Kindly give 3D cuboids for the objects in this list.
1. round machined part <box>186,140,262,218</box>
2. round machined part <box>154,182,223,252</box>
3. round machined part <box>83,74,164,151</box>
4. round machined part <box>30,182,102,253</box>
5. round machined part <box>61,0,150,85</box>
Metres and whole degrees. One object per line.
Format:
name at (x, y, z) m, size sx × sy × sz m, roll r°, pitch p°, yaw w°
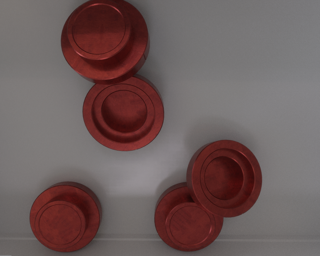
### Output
round machined part at (0.081, 0.066, 0.412) m, size 0.099 × 0.042 × 0.097 m, roll 2°, pitch 81°, yaw -15°
round machined part at (0.041, 0.130, 0.439) m, size 0.099 × 0.042 × 0.097 m, roll 0°, pitch 97°, yaw -1°
round machined part at (-0.044, -0.023, 0.393) m, size 0.099 × 0.042 × 0.097 m, roll 0°, pitch 110°, yaw 0°
round machined part at (-0.134, 0.128, 0.435) m, size 0.099 × 0.042 × 0.097 m, roll 0°, pitch 94°, yaw -1°
round machined part at (-0.062, -0.101, 0.343) m, size 0.099 × 0.042 × 0.097 m, roll -1°, pitch 82°, yaw 4°
